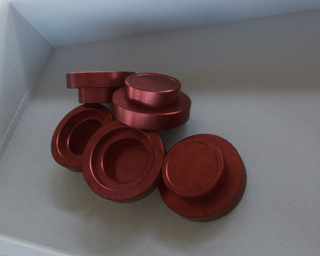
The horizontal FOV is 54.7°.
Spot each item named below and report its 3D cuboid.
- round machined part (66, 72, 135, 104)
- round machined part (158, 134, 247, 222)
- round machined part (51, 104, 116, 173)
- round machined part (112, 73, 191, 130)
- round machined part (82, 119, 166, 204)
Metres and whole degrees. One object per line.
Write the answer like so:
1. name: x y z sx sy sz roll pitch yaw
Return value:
1. round machined part: -0.083 -0.058 0.447 0.098 0.099 0.042 3 99 29
2. round machined part: 0.041 0.049 0.340 0.098 0.042 0.098 -13 56 20
3. round machined part: -0.098 0.017 0.431 0.098 0.042 0.098 -13 56 20
4. round machined part: -0.010 -0.039 0.385 0.099 0.042 0.098 4 27 -2
5. round machined part: -0.039 0.041 0.372 0.098 0.042 0.098 -5 67 12
